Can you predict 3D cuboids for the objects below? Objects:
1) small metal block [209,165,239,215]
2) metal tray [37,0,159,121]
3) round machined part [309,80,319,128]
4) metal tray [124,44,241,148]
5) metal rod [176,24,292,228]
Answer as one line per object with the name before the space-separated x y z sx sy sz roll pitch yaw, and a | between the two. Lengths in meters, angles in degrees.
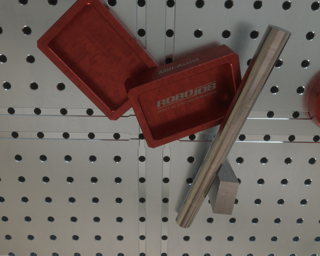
small metal block | 0.087 0.085 0.433 0.025 0.050 0.050 6 110 -3
metal tray | -0.068 -0.084 0.378 0.090 0.030 0.130 -40 106 13
round machined part | 0.249 -0.030 0.397 0.099 0.042 0.097 0 110 -1
metal tray | 0.033 -0.036 0.376 0.131 0.030 0.090 -20 126 -1
metal rod | 0.079 0.020 0.392 0.025 0.025 0.298 16 120 -6
